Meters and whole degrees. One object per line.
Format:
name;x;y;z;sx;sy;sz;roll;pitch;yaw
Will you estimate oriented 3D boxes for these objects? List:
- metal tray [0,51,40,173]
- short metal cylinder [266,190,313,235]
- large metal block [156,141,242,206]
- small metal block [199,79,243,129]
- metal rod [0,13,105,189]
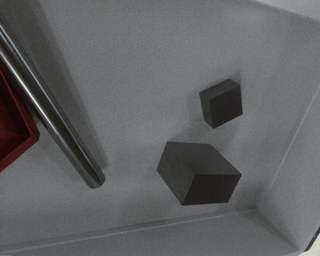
metal tray;-0.169;-0.018;0.270;0.090;0.030;0.129;-53;143;-44
short metal cylinder;0.276;0.180;0.661;0.081;0.050;0.079;-14;125;-21
large metal block;0.054;0.063;0.443;0.081;0.080;0.050;5;116;-31
small metal block;0.087;-0.034;0.437;0.050;0.025;0.050;-26;128;-12
metal rod;-0.119;-0.031;0.302;0.025;0.025;0.299;-29;136;-10
